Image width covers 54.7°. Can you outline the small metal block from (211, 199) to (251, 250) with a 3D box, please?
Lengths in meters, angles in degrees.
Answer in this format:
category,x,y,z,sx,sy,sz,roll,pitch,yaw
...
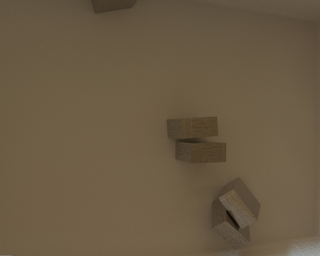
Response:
category,x,y,z,sx,sy,sz,roll,pitch,yaw
small metal block,0.099,0.130,0.432,0.025,0.050,0.050,-38,107,28

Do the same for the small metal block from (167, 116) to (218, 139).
category,x,y,z,sx,sy,sz,roll,pitch,yaw
small metal block,0.042,-0.001,0.413,0.050,0.050,0.025,-4,92,-20

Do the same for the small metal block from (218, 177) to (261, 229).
category,x,y,z,sx,sy,sz,roll,pitch,yaw
small metal block,0.111,0.102,0.430,0.025,0.050,0.050,-39,84,24

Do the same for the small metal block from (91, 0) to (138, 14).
category,x,y,z,sx,sy,sz,roll,pitch,yaw
small metal block,-0.055,-0.164,0.377,0.050,0.050,0.025,-17,96,-19

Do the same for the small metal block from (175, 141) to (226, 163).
category,x,y,z,sx,sy,sz,roll,pitch,yaw
small metal block,0.054,0.031,0.417,0.050,0.050,0.025,1,90,-20
